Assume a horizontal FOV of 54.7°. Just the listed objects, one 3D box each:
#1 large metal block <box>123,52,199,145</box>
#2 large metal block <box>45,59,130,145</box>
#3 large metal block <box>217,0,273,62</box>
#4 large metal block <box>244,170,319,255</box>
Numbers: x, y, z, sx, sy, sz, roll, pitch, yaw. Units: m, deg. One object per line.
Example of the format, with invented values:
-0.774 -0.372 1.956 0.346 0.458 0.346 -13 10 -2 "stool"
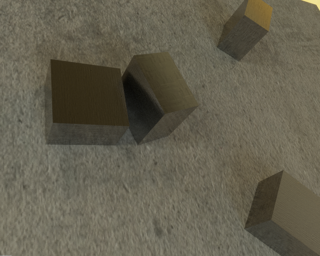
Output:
-0.009 -0.036 0.387 0.050 0.080 0.080 -16 70 -35 "large metal block"
-0.087 -0.027 0.358 0.081 0.050 0.080 3 61 -27 "large metal block"
0.155 -0.184 0.567 0.050 0.080 0.080 30 52 -10 "large metal block"
0.169 0.117 0.410 0.080 0.050 0.080 37 51 -4 "large metal block"
